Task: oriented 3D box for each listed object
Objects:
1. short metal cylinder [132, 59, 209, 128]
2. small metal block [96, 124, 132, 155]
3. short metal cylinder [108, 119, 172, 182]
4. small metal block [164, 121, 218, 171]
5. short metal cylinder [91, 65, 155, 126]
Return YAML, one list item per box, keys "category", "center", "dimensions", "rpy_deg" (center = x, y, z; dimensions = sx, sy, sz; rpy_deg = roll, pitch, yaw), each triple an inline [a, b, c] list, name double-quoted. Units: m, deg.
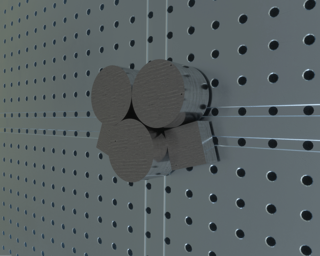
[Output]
- category: "short metal cylinder"
  center: [0.012, -0.040, 0.378]
  dimensions: [0.080, 0.050, 0.079]
  rpy_deg: [0, 90, 40]
- category: "small metal block"
  center: [-0.064, 0.015, 0.457]
  dimensions: [0.050, 0.025, 0.050]
  rpy_deg: [26, 107, 37]
- category: "short metal cylinder"
  center: [-0.022, 0.028, 0.406]
  dimensions: [0.080, 0.050, 0.079]
  rpy_deg: [0, 90, 40]
- category: "small metal block"
  center: [0.037, 0.022, 0.375]
  dimensions: [0.050, 0.025, 0.050]
  rpy_deg: [-18, 79, 38]
- category: "short metal cylinder"
  center: [-0.050, -0.043, 0.429]
  dimensions: [0.080, 0.050, 0.079]
  rpy_deg: [0, 90, 40]
